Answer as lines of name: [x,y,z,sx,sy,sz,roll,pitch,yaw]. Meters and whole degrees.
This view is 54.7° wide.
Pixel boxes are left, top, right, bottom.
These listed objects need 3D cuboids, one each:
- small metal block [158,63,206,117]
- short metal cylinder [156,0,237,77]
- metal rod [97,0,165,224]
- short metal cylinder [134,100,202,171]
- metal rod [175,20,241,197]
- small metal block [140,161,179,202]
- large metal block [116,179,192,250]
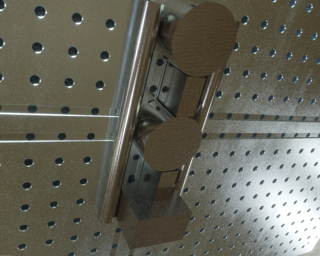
small metal block: [0.025,-0.047,0.378,0.025,0.050,0.050,1,118,-29]
short metal cylinder: [0.038,-0.104,0.351,0.081,0.050,0.079,-14,124,-21]
metal rod: [-0.042,-0.001,0.386,0.025,0.025,0.298,1,118,-29]
short metal cylinder: [0.007,0.009,0.404,0.081,0.050,0.079,-14,124,-21]
metal rod: [0.050,-0.002,0.436,0.025,0.025,0.298,1,118,-29]
small metal block: [-0.003,0.067,0.434,0.025,0.050,0.050,0,118,-29]
large metal block: [-0.014,0.117,0.440,0.081,0.080,0.050,1,118,-29]
